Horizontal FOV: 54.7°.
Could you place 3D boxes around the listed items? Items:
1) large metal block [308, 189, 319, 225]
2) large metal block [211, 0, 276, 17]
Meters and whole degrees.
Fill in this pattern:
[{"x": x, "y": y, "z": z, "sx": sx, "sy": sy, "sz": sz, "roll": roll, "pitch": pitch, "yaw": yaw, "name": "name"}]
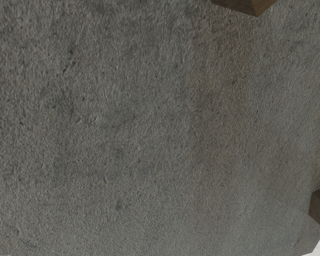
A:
[{"x": 0.398, "y": 0.176, "z": 0.717, "sx": 0.081, "sy": 0.050, "sz": 0.080, "roll": -23, "pitch": 127, "yaw": -15, "name": "large metal block"}, {"x": 0.097, "y": -0.168, "z": 0.320, "sx": 0.080, "sy": 0.080, "sz": 0.050, "roll": -40, "pitch": 129, "yaw": -1, "name": "large metal block"}]
